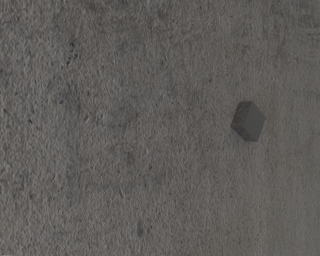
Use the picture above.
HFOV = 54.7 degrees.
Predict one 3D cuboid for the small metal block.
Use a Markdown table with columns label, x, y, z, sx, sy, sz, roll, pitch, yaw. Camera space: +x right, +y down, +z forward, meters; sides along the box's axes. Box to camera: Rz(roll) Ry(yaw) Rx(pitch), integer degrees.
| label | x | y | z | sx | sy | sz | roll | pitch | yaw |
| --- | --- | --- | --- | --- | --- | --- | --- | --- | --- |
| small metal block | 0.152 | -0.011 | 0.532 | 0.050 | 0.025 | 0.050 | 39 | 67 | -33 |
